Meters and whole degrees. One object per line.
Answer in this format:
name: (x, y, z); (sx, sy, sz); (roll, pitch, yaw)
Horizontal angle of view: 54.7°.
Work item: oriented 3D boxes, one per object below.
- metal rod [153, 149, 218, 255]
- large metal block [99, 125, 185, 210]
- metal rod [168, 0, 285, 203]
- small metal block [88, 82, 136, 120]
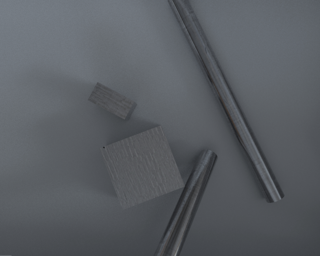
metal rod: (0.004, 0.140, 0.324); (0.025, 0.025, 0.301); (31, 52, 0)
large metal block: (-0.022, 0.048, 0.399); (0.080, 0.050, 0.080); (-21, 90, -1)
metal rod: (0.088, -0.040, 0.412); (0.025, 0.025, 0.299); (-26, 90, 0)
small metal block: (-0.059, -0.033, 0.398); (0.050, 0.050, 0.025); (28, 90, -1)
